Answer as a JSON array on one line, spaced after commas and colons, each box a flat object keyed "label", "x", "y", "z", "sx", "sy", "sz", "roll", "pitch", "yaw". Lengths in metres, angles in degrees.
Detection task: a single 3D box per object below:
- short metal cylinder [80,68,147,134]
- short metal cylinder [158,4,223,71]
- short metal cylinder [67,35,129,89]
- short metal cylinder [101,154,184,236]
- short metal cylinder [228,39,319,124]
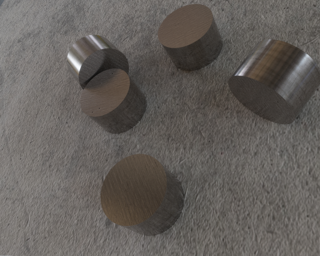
[{"label": "short metal cylinder", "x": -0.066, "y": -0.038, "z": 0.446, "sx": 0.080, "sy": 0.050, "sz": 0.080, "roll": -13, "pitch": 56, "yaw": 21}, {"label": "short metal cylinder", "x": 0.044, "y": -0.129, "z": 0.444, "sx": 0.080, "sy": 0.050, "sz": 0.080, "roll": -13, "pitch": 56, "yaw": 21}, {"label": "short metal cylinder", "x": -0.095, "y": -0.096, "z": 0.478, "sx": 0.080, "sy": 0.080, "sz": 0.050, "roll": -42, "pitch": 51, "yaw": -1}, {"label": "short metal cylinder", "x": -0.019, "y": 0.076, "z": 0.351, "sx": 0.080, "sy": 0.050, "sz": 0.080, "roll": -13, "pitch": 56, "yaw": 21}, {"label": "short metal cylinder", "x": 0.122, "y": -0.048, "z": 0.334, "sx": 0.080, "sy": 0.080, "sz": 0.050, "roll": 32, "pitch": 80, "yaw": 38}]
